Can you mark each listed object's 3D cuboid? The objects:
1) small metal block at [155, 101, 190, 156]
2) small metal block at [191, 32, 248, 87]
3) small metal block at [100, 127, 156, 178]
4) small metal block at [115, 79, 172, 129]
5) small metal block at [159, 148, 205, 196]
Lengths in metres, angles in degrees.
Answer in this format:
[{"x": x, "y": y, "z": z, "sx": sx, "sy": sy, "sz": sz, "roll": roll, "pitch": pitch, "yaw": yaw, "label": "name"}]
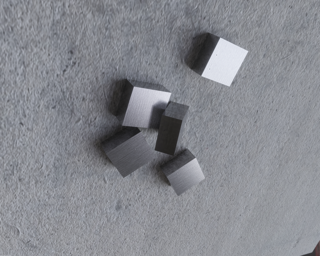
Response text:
[{"x": 0.016, "y": 0.000, "z": 0.396, "sx": 0.025, "sy": 0.050, "sz": 0.050, "roll": 16, "pitch": 117, "yaw": 8, "label": "small metal block"}, {"x": 0.076, "y": -0.086, "z": 0.395, "sx": 0.050, "sy": 0.025, "sz": 0.050, "roll": 13, "pitch": 112, "yaw": -34, "label": "small metal block"}, {"x": -0.041, "y": 0.029, "z": 0.402, "sx": 0.050, "sy": 0.025, "sz": 0.050, "roll": -33, "pitch": 129, "yaw": -7, "label": "small metal block"}, {"x": -0.021, "y": -0.028, "z": 0.378, "sx": 0.050, "sy": 0.025, "sz": 0.050, "roll": 6, "pitch": 116, "yaw": -31, "label": "small metal block"}, {"x": 0.034, "y": 0.067, "z": 0.467, "sx": 0.050, "sy": 0.025, "sz": 0.050, "roll": -33, "pitch": 129, "yaw": -7, "label": "small metal block"}]
